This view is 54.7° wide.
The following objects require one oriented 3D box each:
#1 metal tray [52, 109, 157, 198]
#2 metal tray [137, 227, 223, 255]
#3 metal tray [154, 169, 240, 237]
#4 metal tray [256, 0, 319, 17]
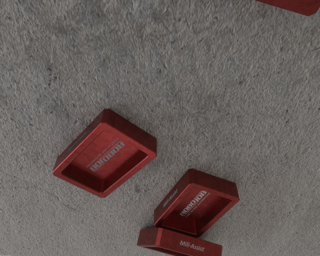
[{"bbox_3d":[-0.078,0.041,0.437,0.090,0.030,0.130,34,122,-26],"label":"metal tray"},{"bbox_3d":[0.035,0.214,0.562,0.131,0.030,0.090,23,153,-19],"label":"metal tray"},{"bbox_3d":[0.057,0.129,0.513,0.091,0.030,0.129,21,127,-17],"label":"metal tray"},{"bbox_3d":[0.096,-0.161,0.268,0.131,0.030,0.089,12,129,-10],"label":"metal tray"}]
